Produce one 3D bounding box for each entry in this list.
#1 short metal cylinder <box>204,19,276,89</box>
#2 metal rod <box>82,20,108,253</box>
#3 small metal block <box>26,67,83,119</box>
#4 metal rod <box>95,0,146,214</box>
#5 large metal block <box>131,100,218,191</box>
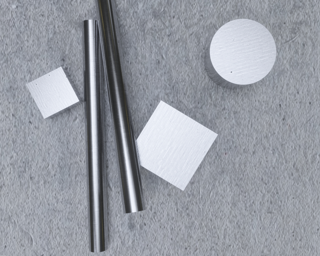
[{"bbox_3d":[0.100,-0.092,0.399,0.081,0.050,0.079,0,90,-1],"label":"short metal cylinder"},{"bbox_3d":[-0.086,0.010,0.408,0.025,0.025,0.298,-2,90,-1],"label":"metal rod"},{"bbox_3d":[-0.137,-0.045,0.408,0.050,0.025,0.050,-27,90,-1],"label":"small metal block"},{"bbox_3d":[-0.052,-0.050,0.377,0.025,0.025,0.299,-10,77,0],"label":"metal rod"},{"bbox_3d":[0.015,0.021,0.398,0.080,0.050,0.080,31,90,-1],"label":"large metal block"}]
